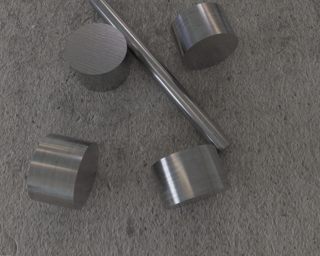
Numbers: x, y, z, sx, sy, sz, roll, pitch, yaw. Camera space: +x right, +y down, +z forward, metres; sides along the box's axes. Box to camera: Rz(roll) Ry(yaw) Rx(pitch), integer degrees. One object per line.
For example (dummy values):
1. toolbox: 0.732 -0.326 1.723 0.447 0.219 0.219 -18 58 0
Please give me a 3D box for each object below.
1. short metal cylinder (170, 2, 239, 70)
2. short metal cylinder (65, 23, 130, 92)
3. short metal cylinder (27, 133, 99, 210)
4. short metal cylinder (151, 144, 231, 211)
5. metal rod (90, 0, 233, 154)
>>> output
1. short metal cylinder: 0.060 -0.123 0.424 0.081 0.080 0.050 -17 71 -6
2. short metal cylinder: -0.084 -0.097 0.429 0.081 0.050 0.080 0 70 0
3. short metal cylinder: -0.109 0.050 0.360 0.050 0.080 0.080 11 71 4
4. short metal cylinder: 0.035 0.058 0.358 0.081 0.080 0.050 -17 71 -6
5. metal rod: -0.007 -0.085 0.438 0.025 0.025 0.300 -35 74 -12
